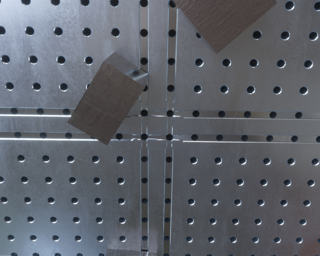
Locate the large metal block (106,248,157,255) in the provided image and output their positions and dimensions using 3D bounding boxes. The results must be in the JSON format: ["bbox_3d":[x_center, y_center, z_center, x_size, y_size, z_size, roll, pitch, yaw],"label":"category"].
[{"bbox_3d":[-0.049,0.243,0.489,0.080,0.050,0.079,5,110,-2],"label":"large metal block"}]

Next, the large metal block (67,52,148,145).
[{"bbox_3d":[-0.058,-0.038,0.370,0.050,0.080,0.080,32,107,-11],"label":"large metal block"}]

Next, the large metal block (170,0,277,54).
[{"bbox_3d":[0.067,-0.143,0.348,0.080,0.050,0.080,-40,106,13],"label":"large metal block"}]
